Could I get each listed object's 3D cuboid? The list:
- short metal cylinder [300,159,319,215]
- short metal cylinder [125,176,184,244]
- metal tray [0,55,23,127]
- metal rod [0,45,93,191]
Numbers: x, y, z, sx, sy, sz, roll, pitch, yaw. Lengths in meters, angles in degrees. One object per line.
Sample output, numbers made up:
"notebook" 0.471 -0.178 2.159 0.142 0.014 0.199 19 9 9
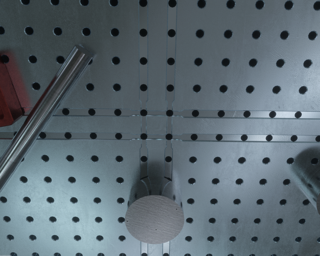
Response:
"short metal cylinder" 0.248 0.087 0.434 0.081 0.050 0.079 0 110 0
"short metal cylinder" -0.007 0.117 0.443 0.081 0.050 0.079 0 110 0
"metal tray" -0.256 -0.039 0.393 0.131 0.030 0.089 -10 110 3
"metal rod" -0.184 0.017 0.417 0.025 0.025 0.299 36 106 -12
